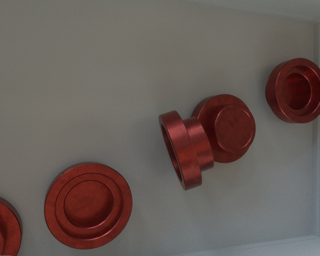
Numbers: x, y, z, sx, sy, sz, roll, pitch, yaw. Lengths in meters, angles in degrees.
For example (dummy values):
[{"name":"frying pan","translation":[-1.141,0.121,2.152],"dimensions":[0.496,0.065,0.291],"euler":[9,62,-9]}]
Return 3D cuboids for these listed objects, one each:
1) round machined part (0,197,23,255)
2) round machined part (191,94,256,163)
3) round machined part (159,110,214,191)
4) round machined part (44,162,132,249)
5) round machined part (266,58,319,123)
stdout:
[{"name":"round machined part","translation":[-0.200,0.121,0.328],"dimensions":[0.099,0.042,0.097],"euler":[0,90,-21]},{"name":"round machined part","translation":[0.094,0.001,0.435],"dimensions":[0.099,0.042,0.097],"euler":[0,90,-24]},{"name":"round machined part","translation":[0.034,0.024,0.382],"dimensions":[0.042,0.098,0.097],"euler":[-19,97,-4]},{"name":"round machined part","translation":[-0.086,0.089,0.370],"dimensions":[0.099,0.042,0.097],"euler":[0,90,-21]},{"name":"round machined part","translation":[0.205,-0.056,0.479],"dimensions":[0.099,0.042,0.097],"euler":[0,90,-21]}]
